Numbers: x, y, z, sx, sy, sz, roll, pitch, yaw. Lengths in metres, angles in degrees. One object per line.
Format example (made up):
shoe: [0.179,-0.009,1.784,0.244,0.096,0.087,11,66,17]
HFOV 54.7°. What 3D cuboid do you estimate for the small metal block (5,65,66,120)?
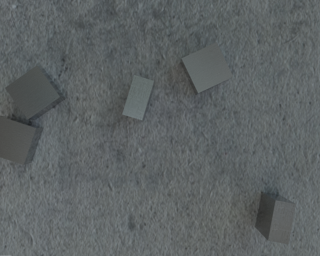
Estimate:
small metal block: [-0.163,-0.046,0.408,0.050,0.025,0.050,-36,90,0]

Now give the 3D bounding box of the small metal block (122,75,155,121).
small metal block: [-0.026,-0.037,0.397,0.025,0.050,0.050,17,90,0]

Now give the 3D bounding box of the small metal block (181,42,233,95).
small metal block: [0.061,-0.078,0.411,0.050,0.025,0.050,-26,90,-1]

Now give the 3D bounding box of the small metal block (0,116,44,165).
small metal block: [-0.190,0.016,0.408,0.050,0.025,0.050,19,90,-1]

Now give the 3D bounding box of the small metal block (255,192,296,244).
small metal block: [0.148,0.114,0.400,0.025,0.050,0.050,11,90,0]
